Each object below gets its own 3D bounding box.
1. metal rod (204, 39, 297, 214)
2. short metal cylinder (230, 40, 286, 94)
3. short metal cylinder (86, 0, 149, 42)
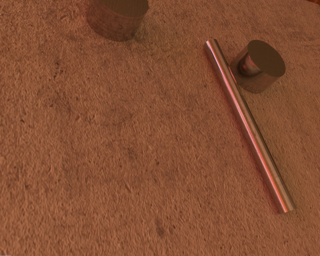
[{"bbox_3d":[0.133,-0.016,0.484,0.025,0.025,0.299,-5,64,-31],"label":"metal rod"},{"bbox_3d":[0.171,-0.108,0.546,0.081,0.050,0.080,14,56,-21],"label":"short metal cylinder"},{"bbox_3d":[-0.064,-0.176,0.461,0.081,0.050,0.080,14,56,-21],"label":"short metal cylinder"}]
